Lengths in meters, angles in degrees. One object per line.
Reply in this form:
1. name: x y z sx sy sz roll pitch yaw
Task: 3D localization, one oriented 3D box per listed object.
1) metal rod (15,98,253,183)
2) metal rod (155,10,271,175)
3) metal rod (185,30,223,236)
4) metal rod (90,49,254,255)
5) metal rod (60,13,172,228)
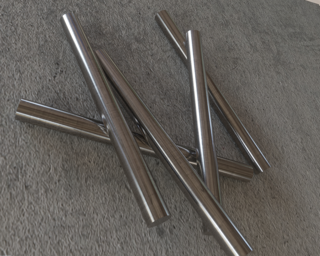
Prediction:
1. metal rod: -0.015 0.021 0.382 0.302 0.025 0.025 17 55 -18
2. metal rod: 0.076 -0.064 0.482 0.025 0.025 0.299 -20 73 -36
3. metal rod: 0.055 -0.016 0.409 0.025 0.025 0.299 12 57 -22
4. metal rod: -0.001 0.013 0.358 0.025 0.025 0.300 -18 60 -35
5. metal rod: -0.063 -0.030 0.360 0.025 0.025 0.299 -9 58 -32
